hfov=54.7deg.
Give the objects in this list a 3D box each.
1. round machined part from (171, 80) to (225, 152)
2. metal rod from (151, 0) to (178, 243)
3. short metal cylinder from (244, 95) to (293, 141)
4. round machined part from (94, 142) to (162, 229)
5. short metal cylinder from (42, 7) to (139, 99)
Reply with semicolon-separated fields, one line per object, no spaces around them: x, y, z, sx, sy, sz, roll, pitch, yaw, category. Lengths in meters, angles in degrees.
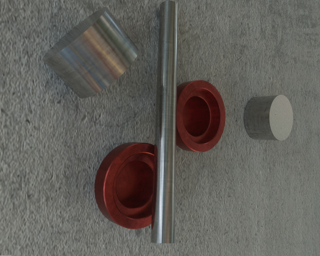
0.044;-0.016;0.433;0.099;0.042;0.097;0;90;-40;round machined part
0.008;-0.022;0.371;0.025;0.025;0.299;17;66;-39;metal rod
0.195;-0.018;0.555;0.081;0.050;0.079;0;90;-40;short metal cylinder
-0.034;0.065;0.367;0.099;0.042;0.097;0;90;-40;round machined part
-0.069;-0.075;0.312;0.050;0.080;0.080;50;60;-29;short metal cylinder
